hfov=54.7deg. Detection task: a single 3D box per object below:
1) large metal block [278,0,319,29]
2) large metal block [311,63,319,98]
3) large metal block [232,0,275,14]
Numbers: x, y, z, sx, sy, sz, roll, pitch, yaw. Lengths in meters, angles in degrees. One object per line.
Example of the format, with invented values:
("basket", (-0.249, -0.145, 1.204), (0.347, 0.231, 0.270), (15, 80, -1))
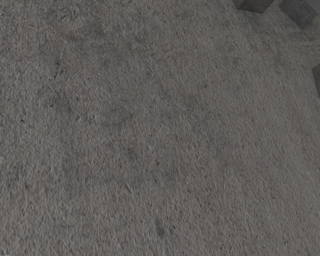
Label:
("large metal block", (0.352, -0.299, 0.759), (0.080, 0.050, 0.080), (48, 51, 5))
("large metal block", (0.367, -0.106, 0.630), (0.050, 0.080, 0.080), (17, 55, -19))
("large metal block", (0.198, -0.304, 0.679), (0.081, 0.050, 0.080), (-4, 64, -30))
